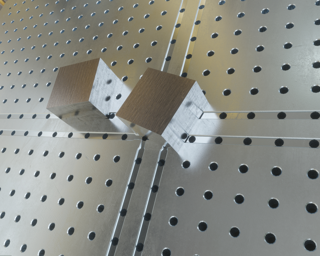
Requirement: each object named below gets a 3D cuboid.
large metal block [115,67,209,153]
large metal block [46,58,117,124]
[{"bbox_3d":[0.003,-0.025,0.407,0.080,0.050,0.080,23,74,36],"label":"large metal block"},{"bbox_3d":[-0.122,-0.057,0.493,0.080,0.050,0.080,-7,59,25],"label":"large metal block"}]
